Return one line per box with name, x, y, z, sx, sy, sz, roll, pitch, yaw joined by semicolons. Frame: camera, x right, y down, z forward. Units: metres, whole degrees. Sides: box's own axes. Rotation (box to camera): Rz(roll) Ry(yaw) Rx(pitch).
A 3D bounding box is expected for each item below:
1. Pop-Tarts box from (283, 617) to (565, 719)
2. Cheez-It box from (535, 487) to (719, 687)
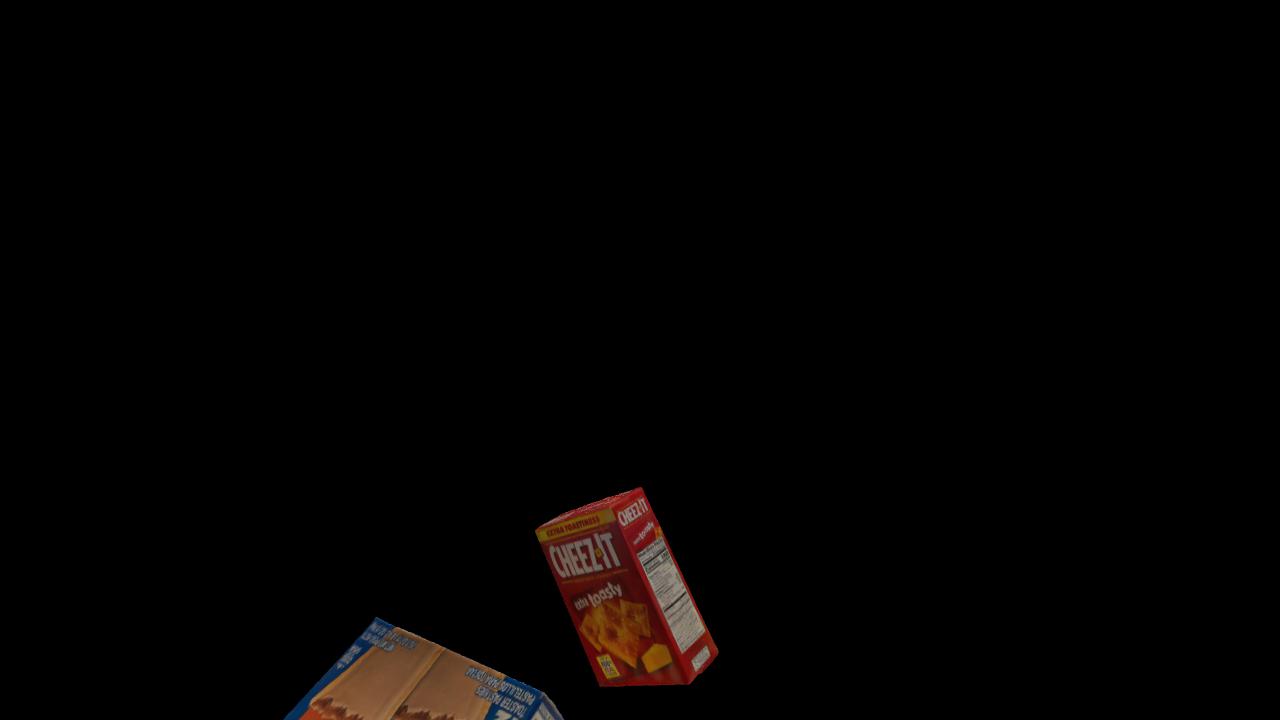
Pop-Tarts box;-0.135;0.243;0.339;0.167;0.083;0.141;-2;34;38
Cheez-It box;-0.023;0.287;0.771;0.166;0.223;0.071;-28;-6;41
